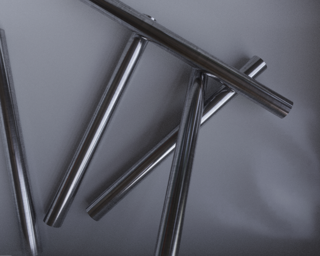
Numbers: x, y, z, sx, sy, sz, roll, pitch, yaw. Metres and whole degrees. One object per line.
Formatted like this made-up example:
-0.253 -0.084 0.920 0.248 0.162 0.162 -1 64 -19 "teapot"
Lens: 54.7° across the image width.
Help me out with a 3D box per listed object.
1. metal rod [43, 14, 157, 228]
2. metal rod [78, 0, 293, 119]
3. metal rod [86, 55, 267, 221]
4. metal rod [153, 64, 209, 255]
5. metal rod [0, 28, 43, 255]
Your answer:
-0.078 -0.010 0.410 0.025 0.025 0.299 25 90 -1 "metal rod"
0.028 -0.098 0.385 0.301 0.025 0.025 30 90 -1 "metal rod"
0.022 0.013 0.411 0.300 0.025 0.025 -42 91 -1 "metal rod"
0.024 0.051 0.352 0.025 0.025 0.299 13 65 0 "metal rod"
-0.193 0.019 0.408 0.025 0.025 0.298 -10 90 0 "metal rod"
